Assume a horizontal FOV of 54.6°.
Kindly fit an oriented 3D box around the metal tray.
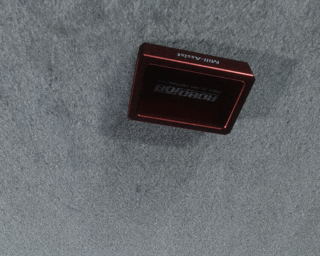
[{"bbox_3d":[0.033,-0.043,0.367,0.131,0.030,0.089,9,130,-8],"label":"metal tray"}]
